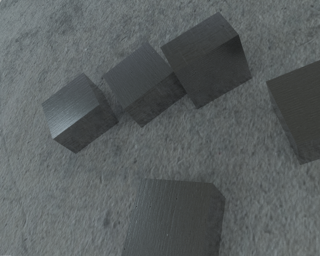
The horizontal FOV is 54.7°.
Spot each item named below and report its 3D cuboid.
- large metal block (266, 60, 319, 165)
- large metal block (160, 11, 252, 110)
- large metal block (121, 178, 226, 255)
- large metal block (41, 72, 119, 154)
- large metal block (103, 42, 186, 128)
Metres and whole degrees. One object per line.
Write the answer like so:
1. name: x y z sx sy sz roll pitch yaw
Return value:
1. large metal block: 0.165 -0.019 0.313 0.080 0.050 0.080 -22 54 15
2. large metal block: 0.059 -0.081 0.386 0.080 0.080 0.050 -30 52 9
3. large metal block: 0.017 0.100 0.317 0.080 0.050 0.080 -1 61 27
4. large metal block: -0.120 -0.023 0.463 0.080 0.050 0.080 -36 51 4
5. large metal block: -0.022 -0.061 0.436 0.080 0.050 0.080 -37 51 3
